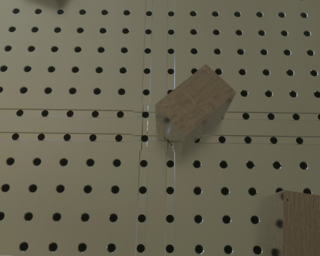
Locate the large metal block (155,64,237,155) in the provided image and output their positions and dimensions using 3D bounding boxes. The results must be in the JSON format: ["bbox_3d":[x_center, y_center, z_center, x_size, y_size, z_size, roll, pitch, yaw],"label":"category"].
[{"bbox_3d":[0.041,-0.020,0.390,0.080,0.080,0.050,-40,75,-13],"label":"large metal block"}]

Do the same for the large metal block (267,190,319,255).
[{"bbox_3d":[0.172,0.121,0.355,0.080,0.050,0.080,8,70,3],"label":"large metal block"}]
